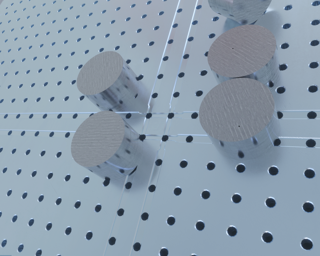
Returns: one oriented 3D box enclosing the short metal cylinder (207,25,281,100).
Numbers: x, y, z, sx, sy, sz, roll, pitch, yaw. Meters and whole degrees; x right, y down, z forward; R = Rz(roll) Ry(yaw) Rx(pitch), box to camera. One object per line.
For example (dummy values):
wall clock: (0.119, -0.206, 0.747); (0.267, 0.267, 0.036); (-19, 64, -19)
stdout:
short metal cylinder: (0.106, -0.081, 0.386); (0.080, 0.050, 0.080); (-13, 56, 21)

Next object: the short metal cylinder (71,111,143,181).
short metal cylinder: (-0.069, 0.024, 0.412); (0.080, 0.050, 0.080); (-13, 56, 20)

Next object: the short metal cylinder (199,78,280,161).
short metal cylinder: (0.090, -0.009, 0.350); (0.080, 0.050, 0.080); (-13, 56, 20)

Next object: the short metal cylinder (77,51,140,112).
short metal cylinder: (-0.079, -0.070, 0.475); (0.080, 0.050, 0.080); (-13, 57, 21)

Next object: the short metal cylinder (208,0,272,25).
short metal cylinder: (0.113, -0.191, 0.430); (0.080, 0.080, 0.050); (-44, 51, -2)
